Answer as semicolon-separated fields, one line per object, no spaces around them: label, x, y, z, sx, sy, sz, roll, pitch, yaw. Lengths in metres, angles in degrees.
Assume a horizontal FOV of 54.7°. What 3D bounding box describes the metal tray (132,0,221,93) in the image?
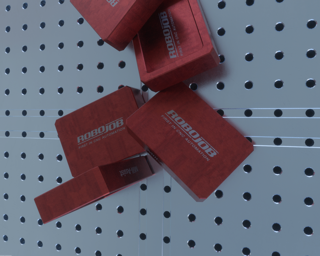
metal tray;0.012;-0.119;0.382;0.090;0.030;0.130;-21;63;18

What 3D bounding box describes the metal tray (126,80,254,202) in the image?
metal tray;0.034;0.013;0.376;0.090;0.030;0.130;-42;75;-15

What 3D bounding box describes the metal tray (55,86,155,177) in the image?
metal tray;-0.076;0.007;0.436;0.130;0.030;0.090;-23;83;18

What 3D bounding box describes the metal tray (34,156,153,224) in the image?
metal tray;-0.074;0.071;0.382;0.090;0.130;0.030;-28;81;18

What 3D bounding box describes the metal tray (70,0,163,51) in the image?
metal tray;-0.060;-0.170;0.404;0.090;0.030;0.130;-48;53;13
